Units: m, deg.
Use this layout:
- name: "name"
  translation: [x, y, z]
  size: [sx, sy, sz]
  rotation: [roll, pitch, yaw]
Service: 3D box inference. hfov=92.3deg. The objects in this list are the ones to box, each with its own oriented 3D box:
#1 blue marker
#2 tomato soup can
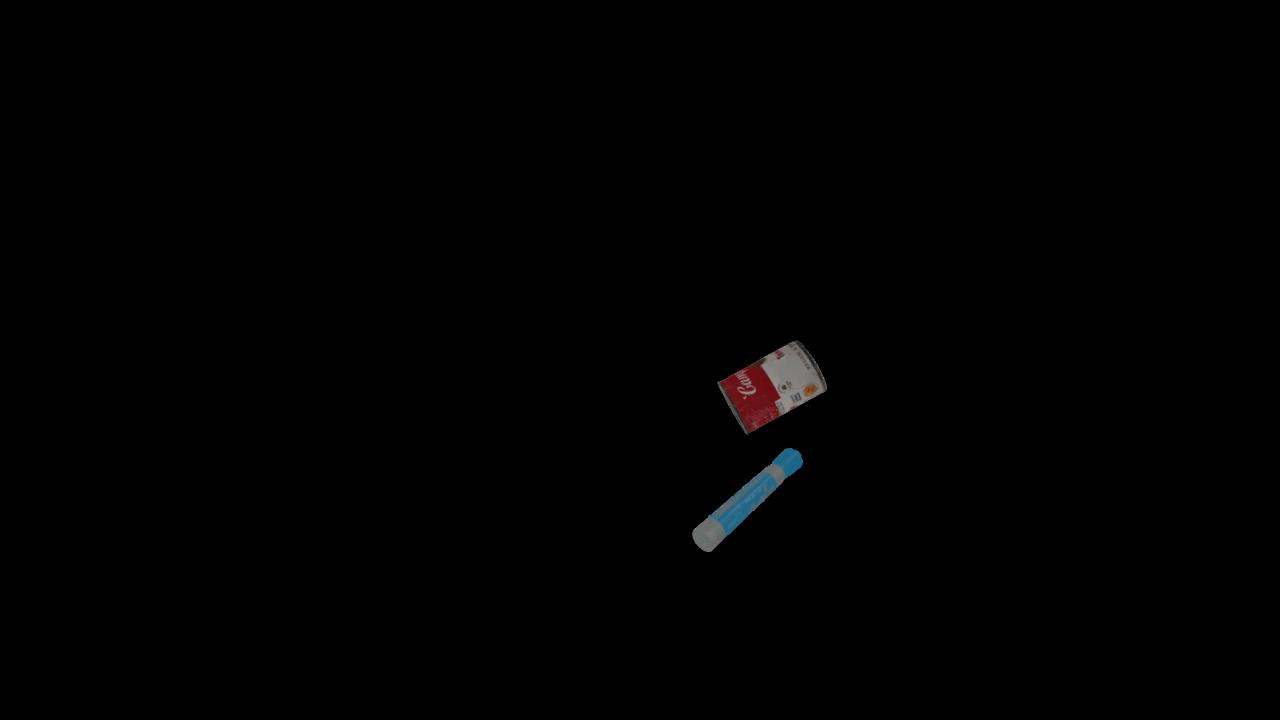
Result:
- name: "blue marker"
  translation: [0.085, 0.101, 0.460]
  size: [0.121, 0.020, 0.020]
  rotation: [-30, 19, -37]
- name: "tomato soup can"
  translation: [0.146, 0.030, 0.682]
  size: [0.101, 0.068, 0.068]
  rotation: [-29, -2, 3]
